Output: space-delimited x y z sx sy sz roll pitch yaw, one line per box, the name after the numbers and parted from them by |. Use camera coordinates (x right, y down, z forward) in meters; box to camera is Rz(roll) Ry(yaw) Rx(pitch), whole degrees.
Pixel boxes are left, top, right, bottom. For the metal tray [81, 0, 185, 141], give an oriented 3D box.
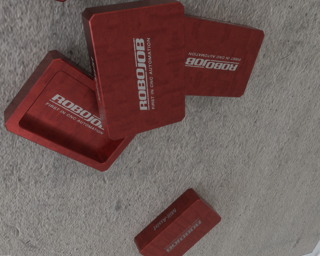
-0.021 -0.058 0.316 0.091 0.030 0.129 -16 125 -19 | metal tray

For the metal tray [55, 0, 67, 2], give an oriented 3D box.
-0.061 -0.181 0.257 0.130 0.030 0.090 -36 129 -4 | metal tray

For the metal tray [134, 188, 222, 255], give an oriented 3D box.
0.032 0.172 0.528 0.130 0.030 0.090 -43 130 1 | metal tray

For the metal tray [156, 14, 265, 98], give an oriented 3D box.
0.058 -0.086 0.382 0.131 0.030 0.089 -1 119 -28 | metal tray

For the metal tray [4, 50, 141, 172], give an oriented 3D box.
-0.088 -0.013 0.347 0.130 0.030 0.090 33 100 -39 | metal tray
